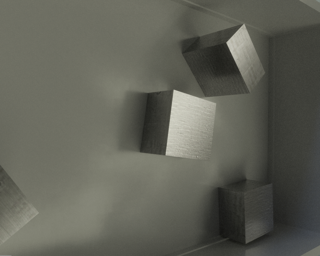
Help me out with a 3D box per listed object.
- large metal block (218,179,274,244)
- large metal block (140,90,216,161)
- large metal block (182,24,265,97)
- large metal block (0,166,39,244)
[{"bbox_3d":[0.143,0.134,0.514,0.081,0.050,0.079,-4,93,-40],"label":"large metal block"},{"bbox_3d":[0.026,-0.001,0.414,0.081,0.050,0.080,12,83,-40],"label":"large metal block"},{"bbox_3d":[0.092,-0.094,0.451,0.050,0.080,0.080,-49,119,-29],"label":"large metal block"},{"bbox_3d":[-0.156,0.068,0.241,0.080,0.080,0.050,-42,116,-32],"label":"large metal block"}]
